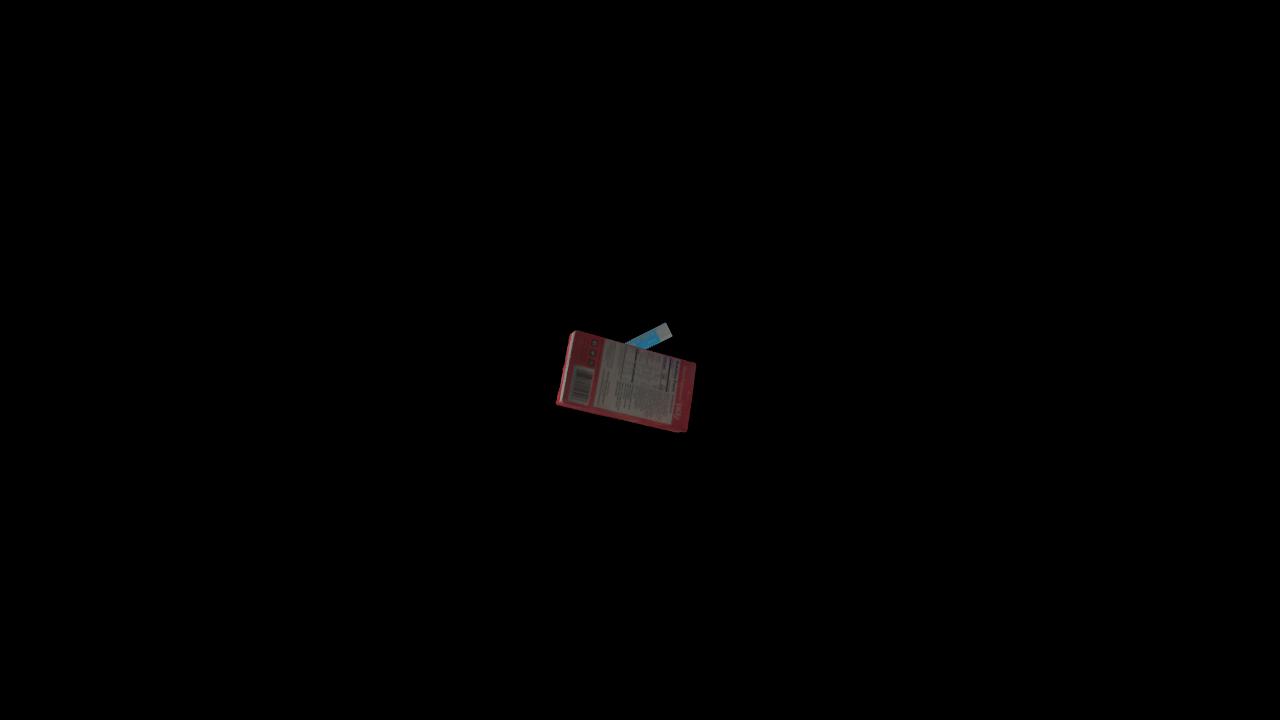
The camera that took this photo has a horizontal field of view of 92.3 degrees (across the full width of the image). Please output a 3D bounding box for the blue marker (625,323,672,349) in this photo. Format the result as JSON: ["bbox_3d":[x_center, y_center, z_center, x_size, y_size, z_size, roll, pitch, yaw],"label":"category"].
[{"bbox_3d":[-0.020,-0.009,0.722,0.121,0.020,0.020,-26,-2,5],"label":"blue marker"}]

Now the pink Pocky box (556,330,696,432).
[{"bbox_3d":[-0.013,0.027,0.697,0.155,0.084,0.029,15,-15,-22],"label":"pink Pocky box"}]
